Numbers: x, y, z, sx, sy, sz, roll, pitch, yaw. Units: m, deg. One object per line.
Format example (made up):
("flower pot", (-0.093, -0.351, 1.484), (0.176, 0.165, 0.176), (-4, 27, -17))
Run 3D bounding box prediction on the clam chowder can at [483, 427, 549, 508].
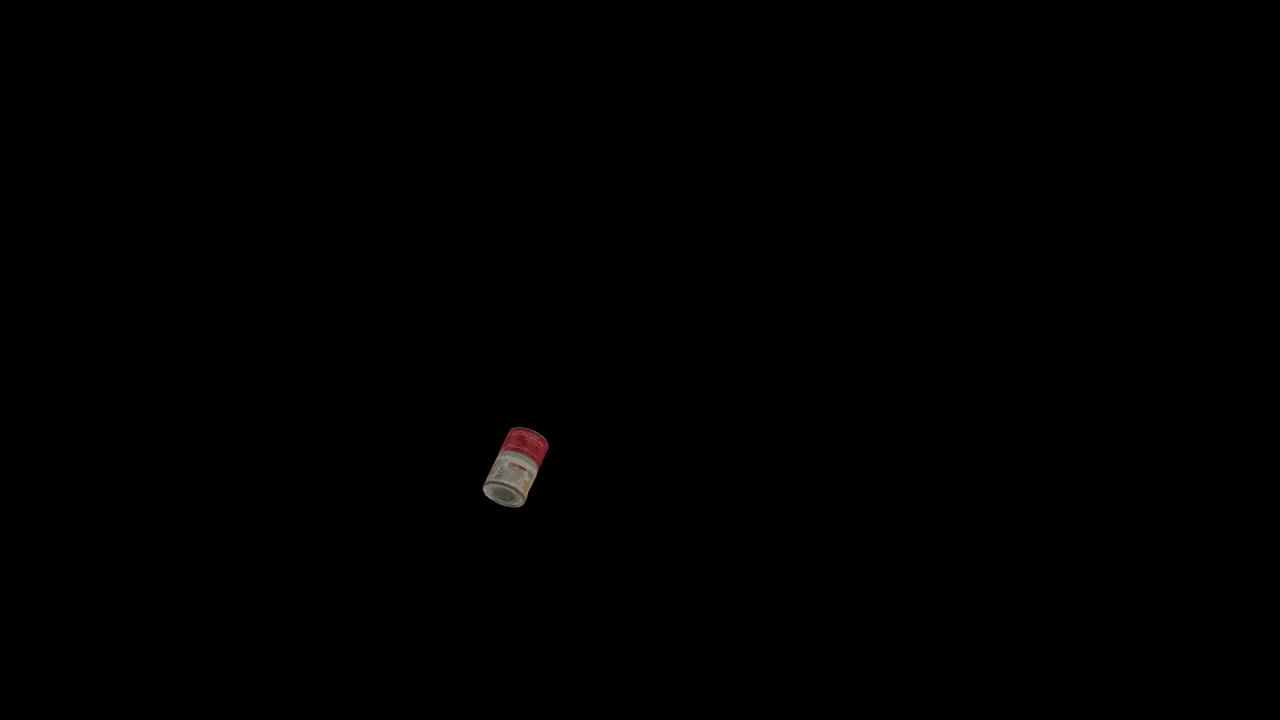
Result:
("clam chowder can", (-0.186, 0.161, 0.927), (0.068, 0.102, 0.068), (11, -41, 10))
